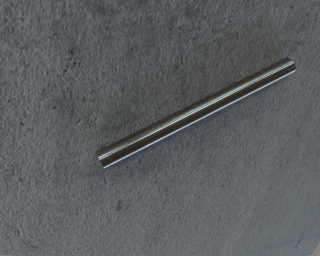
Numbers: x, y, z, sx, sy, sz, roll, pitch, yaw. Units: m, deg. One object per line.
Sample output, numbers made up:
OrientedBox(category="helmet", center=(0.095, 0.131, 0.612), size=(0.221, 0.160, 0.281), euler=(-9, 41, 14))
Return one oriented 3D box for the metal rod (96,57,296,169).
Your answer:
OrientedBox(category="metal rod", center=(0.057, -0.025, 0.421), size=(0.302, 0.025, 0.025), euler=(-27, 128, -12))
